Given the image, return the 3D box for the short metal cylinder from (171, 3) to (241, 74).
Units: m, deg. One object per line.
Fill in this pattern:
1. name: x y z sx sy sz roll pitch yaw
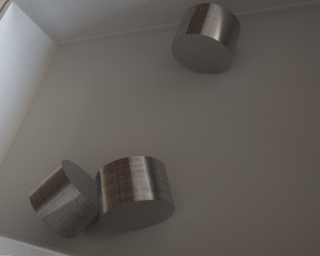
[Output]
1. short metal cylinder: 0.061 -0.115 0.409 0.080 0.080 0.050 6 65 31

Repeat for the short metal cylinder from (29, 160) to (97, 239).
1. short metal cylinder: -0.108 0.085 0.375 0.050 0.080 0.080 -43 51 -1

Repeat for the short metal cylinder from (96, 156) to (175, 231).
1. short metal cylinder: -0.028 0.074 0.340 0.080 0.080 0.050 -24 53 14
